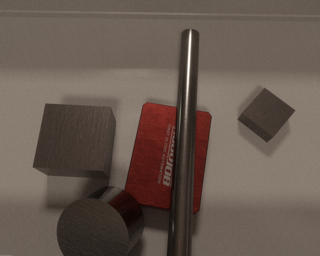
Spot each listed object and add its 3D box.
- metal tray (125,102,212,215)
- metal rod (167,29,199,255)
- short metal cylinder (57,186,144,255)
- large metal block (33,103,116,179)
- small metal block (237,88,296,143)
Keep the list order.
[{"bbox_3d":[0.012,0.037,0.394,0.091,0.030,0.130,10,70,3],"label":"metal tray"},{"bbox_3d":[0.030,0.006,0.372,0.025,0.025,0.299,5,66,1],"label":"metal rod"},{"bbox_3d":[-0.063,0.109,0.339,0.080,0.050,0.079,1,93,14],"label":"short metal cylinder"},{"bbox_3d":[-0.103,0.018,0.389,0.081,0.050,0.080,3,70,1],"label":"large metal block"},{"bbox_3d":[0.143,-0.017,0.418,0.050,0.025,0.050,41,75,13],"label":"small metal block"}]
